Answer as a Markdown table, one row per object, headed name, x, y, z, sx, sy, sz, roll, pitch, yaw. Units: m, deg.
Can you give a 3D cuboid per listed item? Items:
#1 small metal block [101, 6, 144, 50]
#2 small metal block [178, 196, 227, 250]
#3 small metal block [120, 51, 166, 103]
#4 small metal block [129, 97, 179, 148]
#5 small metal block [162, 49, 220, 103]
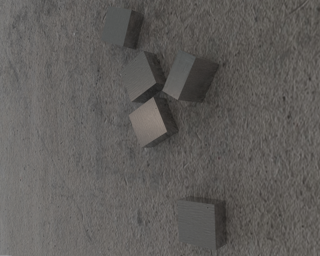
| name | x | y | z | sx | sy | sz | roll | pitch | yaw |
| --- | --- | --- | --- | --- | --- | --- | --- | --- | --- |
| small metal block | -0.055 | -0.146 | 0.450 | 0.050 | 0.025 | 0.050 | 25 | 106 | 37 |
| small metal block | 0.049 | 0.110 | 0.364 | 0.050 | 0.025 | 0.050 | -3 | 88 | 40 |
| small metal block | -0.022 | -0.069 | 0.424 | 0.050 | 0.025 | 0.050 | -33 | 70 | 35 |
| small metal block | -0.009 | -0.007 | 0.412 | 0.050 | 0.025 | 0.050 | -33 | 70 | 35 |
| small metal block | 0.036 | -0.059 | 0.359 | 0.025 | 0.050 | 0.050 | 35 | 112 | 34 |
